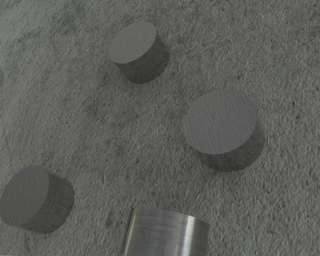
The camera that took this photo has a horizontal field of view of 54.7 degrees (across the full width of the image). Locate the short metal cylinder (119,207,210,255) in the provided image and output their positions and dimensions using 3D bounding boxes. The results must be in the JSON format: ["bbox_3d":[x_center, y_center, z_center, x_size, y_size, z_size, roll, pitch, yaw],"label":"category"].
[{"bbox_3d":[0.004,0.112,0.298,0.080,0.080,0.050,-2,61,27],"label":"short metal cylinder"}]

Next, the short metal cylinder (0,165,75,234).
[{"bbox_3d":[-0.164,0.096,0.415,0.080,0.050,0.080,-13,56,21],"label":"short metal cylinder"}]

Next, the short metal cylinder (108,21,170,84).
[{"bbox_3d":[-0.031,-0.115,0.475,0.080,0.050,0.080,-13,56,21],"label":"short metal cylinder"}]

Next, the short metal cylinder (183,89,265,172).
[{"bbox_3d":[0.072,0.003,0.348,0.080,0.050,0.080,-13,56,21],"label":"short metal cylinder"}]
